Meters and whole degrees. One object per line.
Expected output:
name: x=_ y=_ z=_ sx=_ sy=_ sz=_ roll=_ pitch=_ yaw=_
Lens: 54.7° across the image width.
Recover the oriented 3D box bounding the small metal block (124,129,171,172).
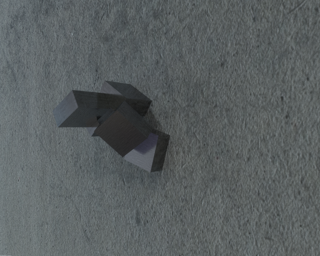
small metal block: x=-0.018 y=0.026 z=0.419 sx=0.050 sy=0.025 sz=0.050 roll=21 pitch=103 yaw=37

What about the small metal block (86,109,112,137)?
small metal block: x=-0.087 y=-0.014 z=0.460 sx=0.025 sy=0.050 sz=0.050 roll=-52 pitch=60 yaw=27

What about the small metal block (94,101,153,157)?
small metal block: x=-0.046 y=0.002 z=0.394 sx=0.050 sy=0.025 sz=0.050 roll=44 pitch=124 yaw=-12

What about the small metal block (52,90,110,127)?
small metal block: x=-0.103 y=-0.024 z=0.408 sx=0.050 sy=0.050 sz=0.025 roll=-36 pitch=68 yaw=34

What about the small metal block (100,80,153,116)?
small metal block: x=-0.048 y=-0.041 z=0.428 sx=0.050 sy=0.050 sz=0.025 roll=39 pitch=114 yaw=32
